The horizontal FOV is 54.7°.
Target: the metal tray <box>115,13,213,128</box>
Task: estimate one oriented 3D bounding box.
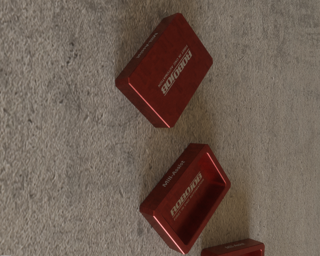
[{"bbox_3d":[0.011,-0.075,0.410,0.090,0.030,0.130,47,62,-30],"label":"metal tray"}]

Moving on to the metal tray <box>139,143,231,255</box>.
[{"bbox_3d":[0.041,0.095,0.435,0.131,0.030,0.090,-48,119,-29],"label":"metal tray"}]

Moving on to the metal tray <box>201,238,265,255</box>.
[{"bbox_3d":[0.119,0.236,0.500,0.131,0.030,0.089,7,85,-40],"label":"metal tray"}]
